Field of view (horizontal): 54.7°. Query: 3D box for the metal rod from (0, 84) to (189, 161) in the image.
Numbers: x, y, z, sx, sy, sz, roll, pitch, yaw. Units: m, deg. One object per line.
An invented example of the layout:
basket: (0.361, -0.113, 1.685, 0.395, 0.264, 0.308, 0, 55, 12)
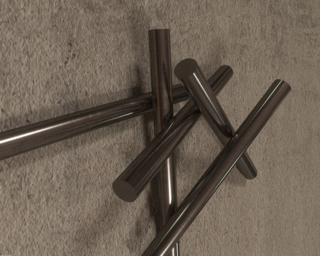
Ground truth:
metal rod: (-0.076, -0.010, 0.342, 0.302, 0.025, 0.025, -21, 103, -38)

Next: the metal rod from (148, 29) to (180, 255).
metal rod: (0.007, 0.032, 0.389, 0.025, 0.025, 0.298, -13, 106, -40)

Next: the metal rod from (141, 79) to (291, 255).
metal rod: (0.074, 0.057, 0.397, 0.300, 0.025, 0.025, -51, 122, -9)

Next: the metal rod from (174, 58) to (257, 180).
metal rod: (0.092, 0.009, 0.427, 0.300, 0.025, 0.025, 46, 61, -50)

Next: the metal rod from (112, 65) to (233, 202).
metal rod: (0.037, -0.017, 0.384, 0.301, 0.025, 0.025, -47, 120, -49)
